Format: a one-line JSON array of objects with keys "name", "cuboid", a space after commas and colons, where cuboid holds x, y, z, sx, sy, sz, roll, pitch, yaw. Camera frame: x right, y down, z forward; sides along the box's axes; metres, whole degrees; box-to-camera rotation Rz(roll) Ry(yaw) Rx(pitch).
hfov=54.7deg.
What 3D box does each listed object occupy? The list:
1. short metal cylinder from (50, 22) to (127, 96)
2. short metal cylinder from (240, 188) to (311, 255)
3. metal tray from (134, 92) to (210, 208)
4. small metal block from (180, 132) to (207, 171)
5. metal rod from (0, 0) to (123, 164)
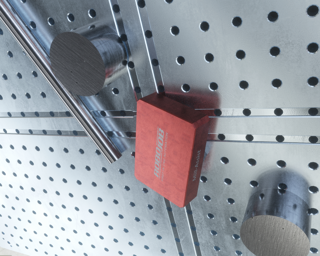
[{"name": "short metal cylinder", "cuboid": [-0.089, -0.086, 0.389, 0.080, 0.050, 0.079, 13, 124, 21]}, {"name": "short metal cylinder", "cuboid": [0.148, 0.124, 0.394, 0.080, 0.050, 0.079, 13, 124, 21]}, {"name": "metal tray", "cuboid": [0.011, 0.029, 0.402, 0.090, 0.030, 0.129, 27, 128, 32]}, {"name": "small metal block", "cuboid": [0.026, 0.029, 0.416, 0.050, 0.025, 0.050, -24, 106, 36]}, {"name": "metal rod", "cuboid": [-0.151, -0.073, 0.445, 0.025, 0.025, 0.299, -26, 105, 37]}]
